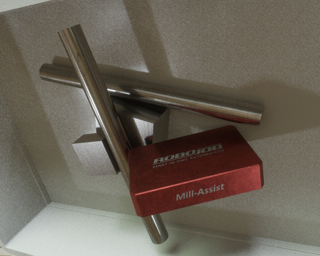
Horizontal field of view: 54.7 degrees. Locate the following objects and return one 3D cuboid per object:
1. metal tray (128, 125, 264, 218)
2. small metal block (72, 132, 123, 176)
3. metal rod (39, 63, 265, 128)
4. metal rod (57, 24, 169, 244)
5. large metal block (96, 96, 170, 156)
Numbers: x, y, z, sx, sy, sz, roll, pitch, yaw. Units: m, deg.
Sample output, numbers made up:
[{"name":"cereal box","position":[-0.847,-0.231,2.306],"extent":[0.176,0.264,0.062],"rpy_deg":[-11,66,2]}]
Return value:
[{"name":"metal tray","position":[0.033,0.042,0.338],"extent":[0.131,0.090,0.030],"rpy_deg":[-13,116,-1]},{"name":"small metal block","position":[-0.078,0.034,0.403],"extent":[0.050,0.025,0.050],"rpy_deg":[-7,115,30]},{"name":"metal rod","position":[-0.025,-0.046,0.391],"extent":[0.301,0.025,0.025],"rpy_deg":[14,124,20]},{"name":"metal rod","position":[-0.048,0.024,0.381],"extent":[0.025,0.025,0.298],"rpy_deg":[-7,115,31]},{"name":"large metal block","position":[-0.036,0.005,0.412],"extent":[0.080,0.050,0.079],"rpy_deg":[17,125,18]}]
